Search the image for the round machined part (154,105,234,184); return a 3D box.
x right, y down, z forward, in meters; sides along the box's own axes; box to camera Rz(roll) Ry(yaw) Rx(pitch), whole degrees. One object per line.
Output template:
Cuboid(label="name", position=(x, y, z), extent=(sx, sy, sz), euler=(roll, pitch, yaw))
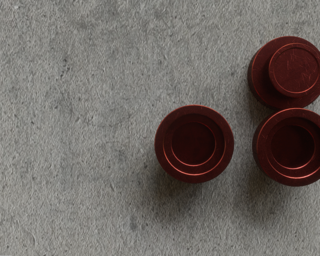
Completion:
Cuboid(label="round machined part", position=(0.042, 0.020, 0.402), extent=(0.099, 0.042, 0.097), euler=(0, 90, 0))

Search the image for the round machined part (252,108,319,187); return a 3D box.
Cuboid(label="round machined part", position=(0.168, 0.024, 0.402), extent=(0.099, 0.042, 0.097), euler=(0, 91, 0))

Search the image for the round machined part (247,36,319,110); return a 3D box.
Cuboid(label="round machined part", position=(0.169, -0.071, 0.403), extent=(0.099, 0.042, 0.097), euler=(0, 90, 0))
